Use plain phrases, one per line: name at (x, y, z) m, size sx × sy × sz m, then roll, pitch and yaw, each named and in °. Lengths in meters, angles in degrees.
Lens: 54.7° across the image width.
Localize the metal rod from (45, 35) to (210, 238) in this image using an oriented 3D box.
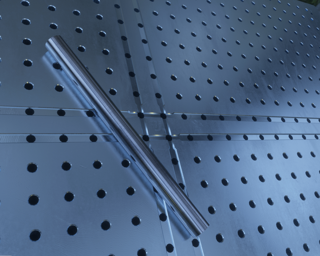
metal rod at (-0.045, 0.004, 0.382) m, size 0.025 × 0.025 × 0.300 m, roll -33°, pitch 80°, yaw -38°
